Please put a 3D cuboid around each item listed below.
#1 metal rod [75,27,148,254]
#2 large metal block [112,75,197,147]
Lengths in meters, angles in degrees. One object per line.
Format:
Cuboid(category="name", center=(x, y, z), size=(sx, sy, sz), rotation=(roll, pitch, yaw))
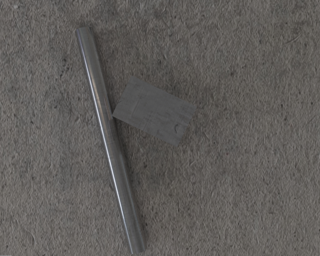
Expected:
Cuboid(category="metal rod", center=(-0.064, 0.016, 0.409), size=(0.025, 0.025, 0.298), rotation=(-14, 90, 0))
Cuboid(category="large metal block", center=(-0.006, -0.019, 0.382), size=(0.080, 0.080, 0.050), rotation=(26, 90, 0))
